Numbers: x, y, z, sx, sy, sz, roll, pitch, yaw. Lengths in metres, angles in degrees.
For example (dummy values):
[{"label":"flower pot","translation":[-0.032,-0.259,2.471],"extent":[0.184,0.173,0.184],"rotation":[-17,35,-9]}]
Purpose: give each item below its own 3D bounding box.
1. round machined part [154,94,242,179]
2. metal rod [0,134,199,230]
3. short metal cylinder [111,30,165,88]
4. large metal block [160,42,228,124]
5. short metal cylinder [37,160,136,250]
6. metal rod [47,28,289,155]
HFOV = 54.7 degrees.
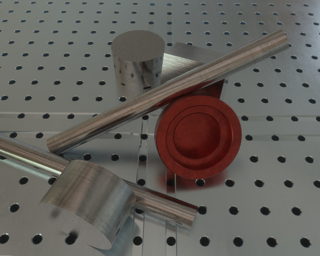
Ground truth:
[{"label":"round machined part","translation":[0.042,0.008,0.367],"extent":[0.099,0.097,0.042],"rotation":[-7,14,-6]},{"label":"metal rod","translation":[-0.103,0.051,0.363],"extent":[0.301,0.025,0.025],"rotation":[17,52,14]},{"label":"short metal cylinder","translation":[-0.033,-0.108,0.482],"extent":[0.081,0.050,0.080],"rotation":[0,50,0]},{"label":"large metal block","translation":[0.047,-0.061,0.416],"extent":[0.080,0.079,0.050],"rotation":[18,36,14]},{"label":"short metal cylinder","translation":[-0.071,0.076,0.307],"extent":[0.080,0.080,0.050],"rotation":[19,53,15]},{"label":"metal rod","translation":[0.001,-0.037,0.365],"extent":[0.301,0.025,0.025],"rotation":[-24,51,9]}]
